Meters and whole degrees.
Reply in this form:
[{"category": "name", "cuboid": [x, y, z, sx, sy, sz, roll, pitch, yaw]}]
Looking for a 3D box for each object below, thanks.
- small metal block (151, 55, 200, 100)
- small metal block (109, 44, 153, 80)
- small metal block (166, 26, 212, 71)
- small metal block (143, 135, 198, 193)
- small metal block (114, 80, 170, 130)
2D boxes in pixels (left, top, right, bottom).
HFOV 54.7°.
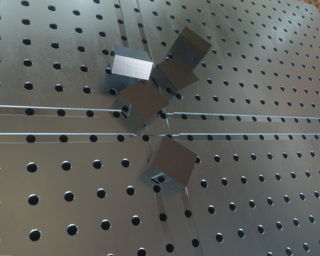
[{"category": "small metal block", "cuboid": [0.023, -0.077, 0.469, 0.050, 0.025, 0.050, -31, 79, -38]}, {"category": "small metal block", "cuboid": [-0.041, -0.091, 0.426, 0.050, 0.025, 0.050, 8, 27, -18]}, {"category": "small metal block", "cuboid": [0.045, -0.124, 0.494, 0.050, 0.050, 0.025, 34, 51, -6]}, {"category": "small metal block", "cuboid": [0.014, 0.045, 0.390, 0.050, 0.025, 0.050, 32, 51, -8]}, {"category": "small metal block", "cuboid": [-0.024, -0.034, 0.417, 0.050, 0.025, 0.050, 48, 51, 5]}]
